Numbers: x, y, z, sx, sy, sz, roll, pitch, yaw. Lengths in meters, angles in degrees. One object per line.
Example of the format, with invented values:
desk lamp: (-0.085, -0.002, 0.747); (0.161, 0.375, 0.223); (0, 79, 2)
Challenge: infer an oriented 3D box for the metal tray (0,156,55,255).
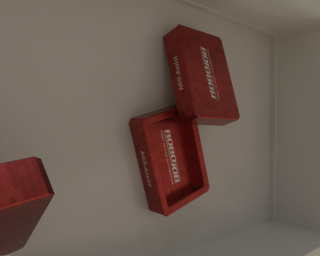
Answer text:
metal tray: (-0.140, 0.073, 0.225); (0.091, 0.129, 0.030); (-12, 63, -40)

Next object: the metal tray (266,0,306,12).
metal tray: (0.226, -0.265, 0.563); (0.131, 0.030, 0.090); (-35, 75, -35)

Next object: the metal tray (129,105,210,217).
metal tray: (0.016, 0.039, 0.416); (0.091, 0.030, 0.129); (-20, 103, -38)

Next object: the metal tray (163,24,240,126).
metal tray: (0.058, -0.070, 0.428); (0.091, 0.030, 0.129); (2, 72, -40)
